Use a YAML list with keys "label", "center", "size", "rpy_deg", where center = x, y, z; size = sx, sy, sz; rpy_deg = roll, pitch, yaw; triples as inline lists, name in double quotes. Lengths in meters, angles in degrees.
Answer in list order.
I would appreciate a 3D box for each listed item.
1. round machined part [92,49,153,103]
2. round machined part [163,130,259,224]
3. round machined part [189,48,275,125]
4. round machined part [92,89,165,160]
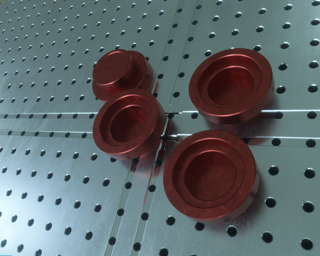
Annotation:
- label: "round machined part"
  center: [-0.065, -0.083, 0.480]
  size: [0.098, 0.042, 0.098]
  rpy_deg: [-13, 56, 20]
- label: "round machined part"
  center: [0.056, 0.054, 0.334]
  size: [0.098, 0.042, 0.098]
  rpy_deg: [-13, 56, 20]
- label: "round machined part"
  center: [0.089, -0.046, 0.379]
  size: [0.098, 0.042, 0.098]
  rpy_deg: [-13, 56, 20]
- label: "round machined part"
  center: [-0.038, -0.001, 0.416]
  size: [0.098, 0.042, 0.098]
  rpy_deg: [-13, 56, 20]
